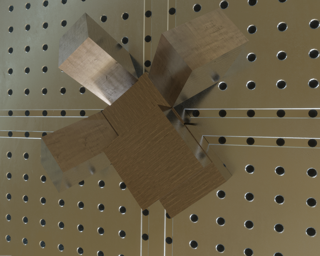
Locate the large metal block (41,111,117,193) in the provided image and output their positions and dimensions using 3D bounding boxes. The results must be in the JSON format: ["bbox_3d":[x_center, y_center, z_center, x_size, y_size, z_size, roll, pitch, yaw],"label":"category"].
[{"bbox_3d":[-0.105,0.033,0.405,0.050,0.081,0.080,54,148,13],"label":"large metal block"}]

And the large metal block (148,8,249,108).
[{"bbox_3d":[0.040,-0.077,0.353,0.080,0.080,0.050,-31,77,-23],"label":"large metal block"}]

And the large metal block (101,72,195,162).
[{"bbox_3d":[-0.015,-0.013,0.405,0.080,0.050,0.080,-40,78,15],"label":"large metal block"}]

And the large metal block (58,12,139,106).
[{"bbox_3d":[-0.079,-0.088,0.395,0.050,0.080,0.080,-40,38,16],"label":"large metal block"}]

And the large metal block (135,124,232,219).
[{"bbox_3d":[0.030,0.052,0.388,0.080,0.050,0.080,-38,77,15],"label":"large metal block"}]

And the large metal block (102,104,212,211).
[{"bbox_3d":[-0.002,0.031,0.346,0.080,0.050,0.080,-39,79,15],"label":"large metal block"}]
